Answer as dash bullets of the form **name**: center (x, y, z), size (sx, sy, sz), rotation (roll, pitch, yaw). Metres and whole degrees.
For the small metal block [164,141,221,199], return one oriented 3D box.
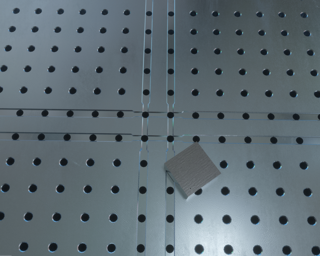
- **small metal block**: center (0.040, 0.054, 0.392), size (0.050, 0.025, 0.050), rotation (-33, 73, -11)
